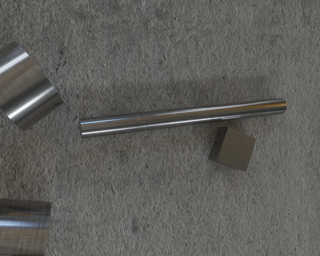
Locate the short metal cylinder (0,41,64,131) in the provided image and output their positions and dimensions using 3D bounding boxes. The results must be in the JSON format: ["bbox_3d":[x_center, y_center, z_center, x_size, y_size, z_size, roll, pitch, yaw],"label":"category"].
[{"bbox_3d":[-0.148,-0.043,0.325,0.050,0.080,0.080,-40,103,-16],"label":"short metal cylinder"}]

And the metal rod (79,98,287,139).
[{"bbox_3d":[0.045,-0.017,0.425,0.303,0.025,0.025,-7,93,-20],"label":"metal rod"}]

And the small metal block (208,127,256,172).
[{"bbox_3d":[0.105,0.030,0.448,0.050,0.025,0.050,21,83,-19],"label":"small metal block"}]

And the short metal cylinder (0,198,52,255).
[{"bbox_3d":[-0.147,0.116,0.326,0.050,0.080,0.080,10,87,-20],"label":"short metal cylinder"}]
